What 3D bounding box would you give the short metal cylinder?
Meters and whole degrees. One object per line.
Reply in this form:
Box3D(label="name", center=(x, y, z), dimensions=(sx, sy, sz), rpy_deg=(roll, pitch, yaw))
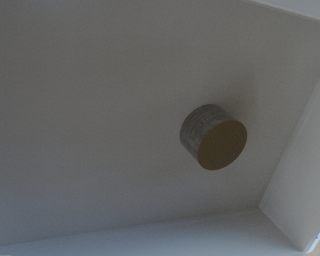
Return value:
Box3D(label="short metal cylinder", center=(0.075, 0.013, 0.441), dimensions=(0.081, 0.050, 0.080), rpy_deg=(-14, 124, -21))
